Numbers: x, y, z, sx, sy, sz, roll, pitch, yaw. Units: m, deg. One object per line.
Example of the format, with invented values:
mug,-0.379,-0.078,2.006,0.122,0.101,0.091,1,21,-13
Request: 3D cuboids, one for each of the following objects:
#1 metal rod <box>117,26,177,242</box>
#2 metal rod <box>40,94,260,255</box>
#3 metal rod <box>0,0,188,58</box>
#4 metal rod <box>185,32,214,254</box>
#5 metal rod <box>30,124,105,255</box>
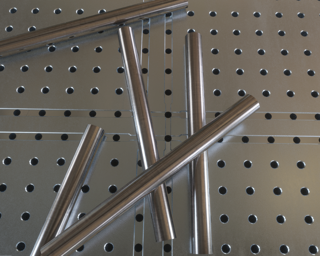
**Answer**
metal rod,-0.022,-0.006,0.413,0.025,0.025,0.299,-11,70,-4
metal rod,-0.001,0.053,0.364,0.301,0.025,0.025,-36,74,-12
metal rod,-0.103,-0.156,0.467,0.302,0.025,0.025,-17,71,-7
metal rod,0.049,0.005,0.410,0.025,0.025,0.299,0,70,0
metal rod,-0.132,0.134,0.361,0.025,0.025,0.299,17,71,6
